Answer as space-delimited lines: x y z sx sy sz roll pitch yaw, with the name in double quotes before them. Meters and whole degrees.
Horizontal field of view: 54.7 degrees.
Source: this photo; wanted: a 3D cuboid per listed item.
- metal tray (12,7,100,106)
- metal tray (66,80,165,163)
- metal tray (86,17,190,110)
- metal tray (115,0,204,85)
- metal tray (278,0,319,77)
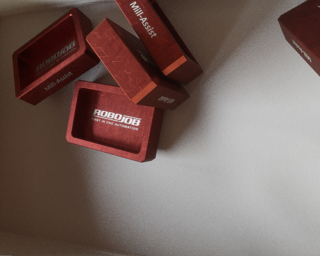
"metal tray" -0.153 -0.101 0.446 0.130 0.030 0.090 -28 60 17
"metal tray" -0.063 -0.012 0.423 0.130 0.030 0.089 12 94 24
"metal tray" -0.018 -0.067 0.361 0.030 0.130 0.090 -40 78 16
"metal tray" -0.002 -0.118 0.376 0.030 0.090 0.130 -35 79 17
"metal tray" 0.180 -0.097 0.298 0.090 0.130 0.030 -27 123 18
